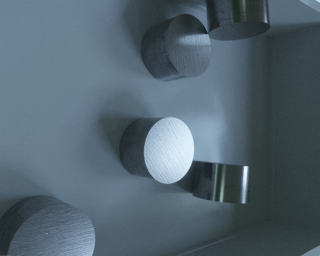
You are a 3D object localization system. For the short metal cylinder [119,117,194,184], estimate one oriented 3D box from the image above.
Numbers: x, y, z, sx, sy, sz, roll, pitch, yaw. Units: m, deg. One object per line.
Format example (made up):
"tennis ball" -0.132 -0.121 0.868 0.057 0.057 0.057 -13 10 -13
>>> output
"short metal cylinder" -0.003 0.027 0.390 0.081 0.050 0.079 0 90 -40

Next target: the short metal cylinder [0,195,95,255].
"short metal cylinder" -0.111 0.109 0.299 0.081 0.050 0.079 0 90 -40

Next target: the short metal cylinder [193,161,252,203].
"short metal cylinder" 0.090 0.077 0.449 0.081 0.080 0.050 10 84 -40

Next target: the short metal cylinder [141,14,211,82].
"short metal cylinder" 0.022 -0.104 0.411 0.081 0.050 0.079 0 91 -40

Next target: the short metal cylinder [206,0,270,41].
"short metal cylinder" 0.103 -0.153 0.413 0.081 0.080 0.050 -4 90 -40
